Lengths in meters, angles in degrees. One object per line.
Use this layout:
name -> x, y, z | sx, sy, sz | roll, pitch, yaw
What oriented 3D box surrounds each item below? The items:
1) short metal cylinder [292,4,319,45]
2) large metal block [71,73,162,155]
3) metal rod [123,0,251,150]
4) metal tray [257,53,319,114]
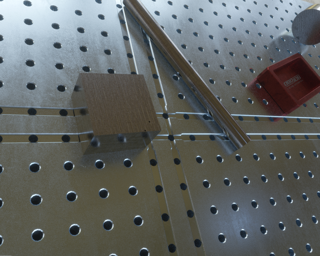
short metal cylinder -> 0.350, -0.235, 0.704 | 0.080, 0.080, 0.050 | 48, 51, 5
large metal block -> -0.055, -0.018, 0.373 | 0.081, 0.050, 0.080 | -4, 64, -30
metal rod -> 0.037, -0.093, 0.484 | 0.025, 0.025, 0.299 | -29, 78, -37
metal tray -> 0.256, -0.089, 0.596 | 0.131, 0.030, 0.090 | -27, 76, -37
